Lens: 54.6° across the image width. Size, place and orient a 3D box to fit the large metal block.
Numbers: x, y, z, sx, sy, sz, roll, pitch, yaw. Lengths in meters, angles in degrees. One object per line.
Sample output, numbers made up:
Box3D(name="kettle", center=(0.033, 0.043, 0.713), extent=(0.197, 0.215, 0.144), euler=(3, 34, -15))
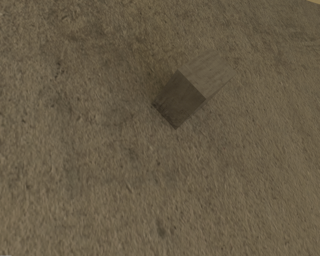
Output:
Box3D(name="large metal block", center=(0.046, -0.054, 0.425), extent=(0.050, 0.080, 0.080), euler=(47, 51, 5))
